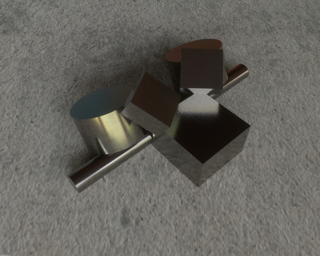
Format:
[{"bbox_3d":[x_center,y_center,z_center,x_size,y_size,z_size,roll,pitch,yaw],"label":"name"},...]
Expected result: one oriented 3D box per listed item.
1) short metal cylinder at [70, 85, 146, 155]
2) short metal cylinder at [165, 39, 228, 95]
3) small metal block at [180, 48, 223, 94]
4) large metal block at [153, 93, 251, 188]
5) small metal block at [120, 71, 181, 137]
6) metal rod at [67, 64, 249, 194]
[{"bbox_3d":[-0.061,-0.012,0.380,0.080,0.050,0.080,-13,31,8],"label":"short metal cylinder"},{"bbox_3d":[0.053,-0.089,0.445,0.080,0.050,0.080,-13,31,8],"label":"short metal cylinder"},{"bbox_3d":[0.050,-0.069,0.382,0.050,0.025,0.050,2,81,1],"label":"small metal block"},{"bbox_3d":[0.048,0.010,0.378,0.080,0.050,0.080,-34,58,-26],"label":"large metal block"},{"bbox_3d":[-0.009,-0.027,0.346,0.050,0.025,0.050,33,50,-15],"label":"small metal block"},{"bbox_3d":[0.015,-0.012,0.415,0.302,0.025,0.025,-34,58,-26],"label":"metal rod"}]
